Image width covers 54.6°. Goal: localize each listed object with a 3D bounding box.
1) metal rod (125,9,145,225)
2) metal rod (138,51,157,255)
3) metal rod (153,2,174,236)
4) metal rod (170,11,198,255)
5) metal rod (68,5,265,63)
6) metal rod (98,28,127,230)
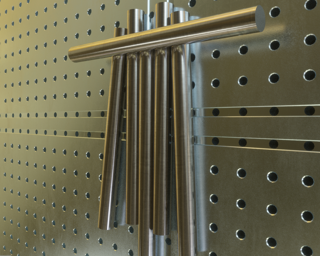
[{"bbox_3d":[-0.035,-0.015,0.440,0.025,0.025,0.298,1,91,40],"label":"metal rod"},{"bbox_3d":[-0.017,0.041,0.424,0.025,0.025,0.298,1,91,40],"label":"metal rod"},{"bbox_3d":[0.004,-0.011,0.408,0.025,0.025,0.298,1,91,40],"label":"metal rod"},{"bbox_3d":[0.030,0.006,0.386,0.025,0.025,0.298,-3,88,40],"label":"metal rod"},{"bbox_3d":[-0.019,-0.110,0.393,0.300,0.025,0.025,3,92,40],"label":"metal rod"},{"bbox_3d":[-0.069,0.004,0.466,0.025,0.025,0.298,9,96,40],"label":"metal rod"}]
